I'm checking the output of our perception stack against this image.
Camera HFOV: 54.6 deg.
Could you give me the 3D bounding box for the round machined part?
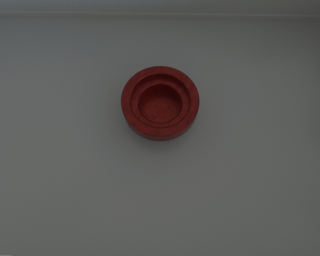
[{"bbox_3d":[0.000,-0.028,0.408,0.099,0.042,0.098,0,70,0],"label":"round machined part"}]
